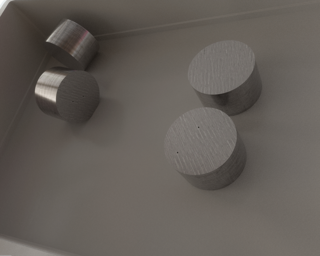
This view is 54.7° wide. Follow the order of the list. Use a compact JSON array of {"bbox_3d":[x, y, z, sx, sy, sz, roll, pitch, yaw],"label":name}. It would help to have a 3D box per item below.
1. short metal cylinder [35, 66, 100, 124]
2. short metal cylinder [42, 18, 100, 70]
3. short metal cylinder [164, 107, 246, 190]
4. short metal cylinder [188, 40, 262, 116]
[{"bbox_3d":[-0.140,-0.051,0.473,0.050,0.080,0.080,16,70,34],"label":"short metal cylinder"},{"bbox_3d":[-0.152,-0.141,0.534,0.080,0.080,0.050,20,72,35],"label":"short metal cylinder"},{"bbox_3d":[0.051,0.024,0.347,0.080,0.050,0.080,-13,56,20],"label":"short metal cylinder"},{"bbox_3d":[0.081,-0.061,0.384,0.080,0.050,0.080,-13,56,20],"label":"short metal cylinder"}]
